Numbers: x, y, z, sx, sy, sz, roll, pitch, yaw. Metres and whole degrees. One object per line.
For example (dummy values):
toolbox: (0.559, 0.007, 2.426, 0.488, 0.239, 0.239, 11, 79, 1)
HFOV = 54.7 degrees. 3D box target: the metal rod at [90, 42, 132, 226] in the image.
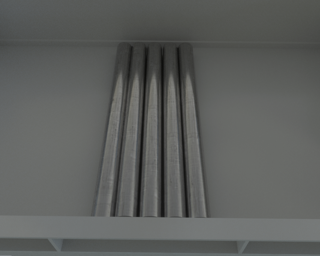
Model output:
metal rod: (-0.059, -0.018, 0.418, 0.025, 0.025, 0.300, 0, 50, 0)

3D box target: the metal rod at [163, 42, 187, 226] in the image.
metal rod: (0.016, -0.018, 0.418, 0.025, 0.025, 0.300, 0, 50, 0)

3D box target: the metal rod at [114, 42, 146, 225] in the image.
metal rod: (-0.035, -0.018, 0.418, 0.025, 0.025, 0.300, 0, 50, 0)

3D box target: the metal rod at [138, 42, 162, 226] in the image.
metal rod: (-0.009, -0.018, 0.418, 0.025, 0.025, 0.300, 0, 50, 0)

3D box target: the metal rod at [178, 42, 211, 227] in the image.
metal rod: (0.041, -0.017, 0.418, 0.025, 0.025, 0.300, 0, 50, 0)
